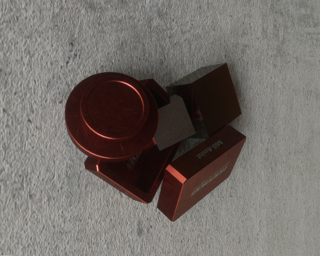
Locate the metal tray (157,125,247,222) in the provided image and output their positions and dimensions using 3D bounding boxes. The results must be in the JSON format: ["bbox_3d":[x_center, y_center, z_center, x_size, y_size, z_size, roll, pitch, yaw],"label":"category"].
[{"bbox_3d":[0.057,0.060,0.421,0.131,0.030,0.089,-29,144,-36],"label":"metal tray"}]

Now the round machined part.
[{"bbox_3d":[-0.049,-0.016,0.327,0.099,0.042,0.098,4,72,-14],"label":"round machined part"}]

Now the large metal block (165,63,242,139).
[{"bbox_3d":[0.064,-0.039,0.444,0.081,0.050,0.080,-34,111,-35],"label":"large metal block"}]

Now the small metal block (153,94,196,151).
[{"bbox_3d":[0.010,-0.007,0.385,0.050,0.025,0.050,-26,111,-8],"label":"small metal block"}]

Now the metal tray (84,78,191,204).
[{"bbox_3d":[-0.021,0.015,0.384,0.090,0.030,0.130,42,64,-32],"label":"metal tray"}]
